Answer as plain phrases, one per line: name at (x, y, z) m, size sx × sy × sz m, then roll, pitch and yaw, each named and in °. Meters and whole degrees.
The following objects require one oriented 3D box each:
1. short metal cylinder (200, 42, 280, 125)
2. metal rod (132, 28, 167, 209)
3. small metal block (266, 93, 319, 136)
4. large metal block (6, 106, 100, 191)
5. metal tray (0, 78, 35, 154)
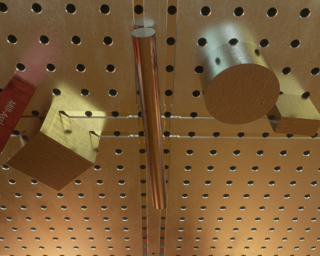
short metal cylinder at (0.088, -0.050, 0.354) m, size 0.081 × 0.050 × 0.079 m, roll -1°, pitch 130°, yaw 0°
metal rod at (-0.009, 0.013, 0.422) m, size 0.025 × 0.025 × 0.298 m, roll -3°, pitch 130°, yaw 2°
small metal block at (0.163, -0.018, 0.383) m, size 0.050 × 0.050 × 0.025 m, roll 5°, pitch 130°, yaw -5°
large metal block at (-0.142, 0.030, 0.419) m, size 0.080 × 0.050 × 0.080 m, roll -37°, pitch 122°, yaw 26°
metal tray at (-0.192, 0.012, 0.350) m, size 0.030 × 0.130 × 0.090 m, roll 30°, pitch 124°, yaw -23°
